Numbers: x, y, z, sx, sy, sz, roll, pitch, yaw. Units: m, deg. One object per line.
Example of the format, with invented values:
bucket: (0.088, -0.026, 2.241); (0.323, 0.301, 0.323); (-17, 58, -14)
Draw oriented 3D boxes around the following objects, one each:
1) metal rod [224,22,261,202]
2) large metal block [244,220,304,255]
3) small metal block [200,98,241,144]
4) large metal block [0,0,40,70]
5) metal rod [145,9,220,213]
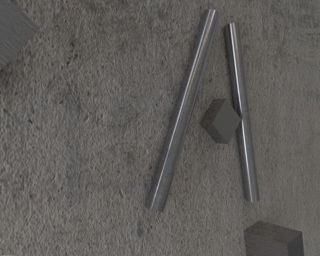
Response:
metal rod: (0.139, -0.022, 0.521); (0.025, 0.025, 0.298); (-15, 100, -39)
large metal block: (0.197, 0.216, 0.534); (0.050, 0.080, 0.079); (-14, 99, -39)
small metal block: (0.095, -0.010, 0.484); (0.050, 0.025, 0.050); (47, 62, -30)
large metal block: (-0.164, -0.079, 0.251); (0.080, 0.050, 0.080); (45, 63, -31)
metal rod: (0.036, -0.033, 0.434); (0.025, 0.025, 0.299); (28, 73, -37)
